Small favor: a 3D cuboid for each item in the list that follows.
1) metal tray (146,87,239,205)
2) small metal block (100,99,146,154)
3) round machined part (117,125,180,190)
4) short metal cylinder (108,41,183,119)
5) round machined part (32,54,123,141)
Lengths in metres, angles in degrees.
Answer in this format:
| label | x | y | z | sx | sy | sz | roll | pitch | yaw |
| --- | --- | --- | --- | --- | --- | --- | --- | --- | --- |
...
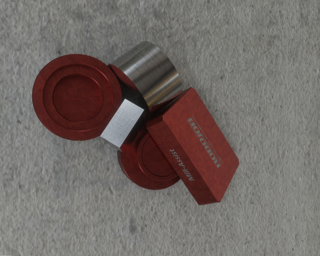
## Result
| label | x | y | z | sx | sy | sz | roll | pitch | yaw |
| --- | --- | --- | --- | --- | --- | --- | --- | --- | --- |
| metal tray | 0.048 | 0.022 | 0.403 | 0.130 | 0.030 | 0.090 | 56 | 42 | -12 |
| small metal block | -0.041 | 0.000 | 0.364 | 0.025 | 0.050 | 0.050 | 31 | 79 | 7 |
| round machined part | -0.002 | 0.032 | 0.401 | 0.099 | 0.042 | 0.097 | 0 | 90 | -21 |
| short metal cylinder | -0.019 | -0.057 | 0.376 | 0.050 | 0.080 | 0.080 | -40 | 103 | -16 |
| round machined part | -0.097 | -0.034 | 0.366 | 0.099 | 0.042 | 0.097 | 0 | 90 | -21 |
